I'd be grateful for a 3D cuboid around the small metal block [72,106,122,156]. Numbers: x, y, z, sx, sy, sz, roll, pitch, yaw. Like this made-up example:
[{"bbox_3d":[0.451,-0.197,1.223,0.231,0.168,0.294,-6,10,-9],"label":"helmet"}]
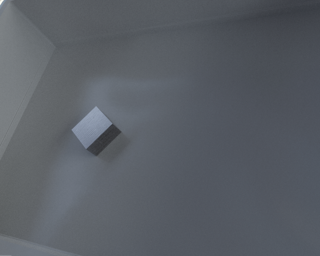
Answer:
[{"bbox_3d":[-0.092,0.004,0.450,0.050,0.025,0.050,-45,51,-3],"label":"small metal block"}]
